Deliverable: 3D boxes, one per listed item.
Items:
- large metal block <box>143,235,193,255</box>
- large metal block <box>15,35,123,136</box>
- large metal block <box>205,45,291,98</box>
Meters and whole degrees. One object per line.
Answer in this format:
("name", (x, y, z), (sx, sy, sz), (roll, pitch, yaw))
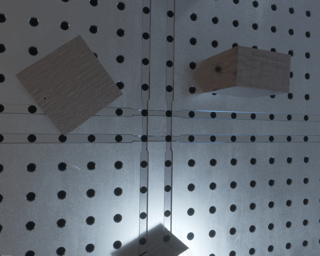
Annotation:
("large metal block", (0.010, 0.203, 0.403), (0.080, 0.050, 0.080), (-27, 99, -18))
("large metal block", (-0.104, -0.047, 0.361), (0.080, 0.050, 0.080), (-39, 103, -16))
("large metal block", (0.118, -0.073, 0.426), (0.081, 0.080, 0.050), (4, 89, -20))
